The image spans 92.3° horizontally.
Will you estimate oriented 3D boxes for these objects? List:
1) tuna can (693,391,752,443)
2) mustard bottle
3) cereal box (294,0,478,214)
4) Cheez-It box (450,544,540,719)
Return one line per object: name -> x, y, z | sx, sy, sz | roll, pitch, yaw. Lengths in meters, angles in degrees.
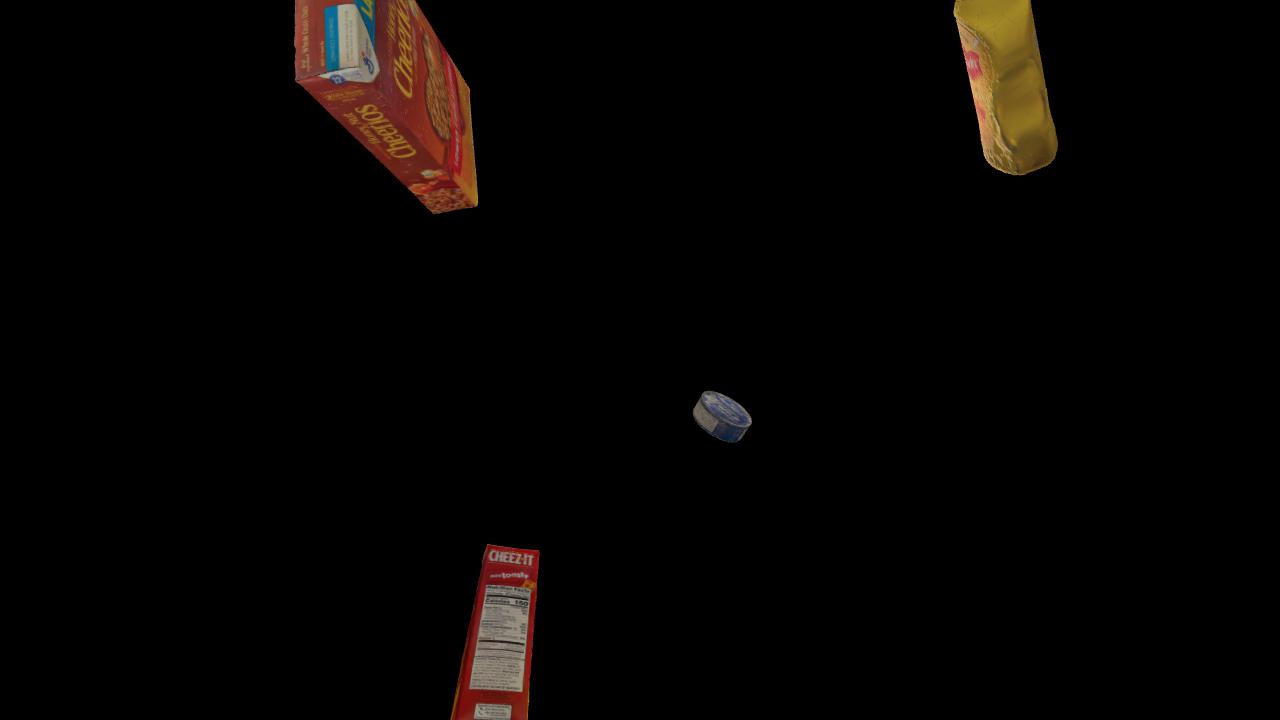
tuna can -> 0.121, 0.084, 0.907 | 0.084, 0.034, 0.084 | 24, 23, -11
mustard bottle -> 0.293, -0.249, 0.500 | 0.054, 0.092, 0.184 | -15, -53, 29
cereal box -> -0.295, -0.341, 0.759 | 0.081, 0.203, 0.306 | -9, -14, 5
Cheez-It box -> -0.157, 0.336, 0.656 | 0.071, 0.166, 0.223 | 11, 25, -10
